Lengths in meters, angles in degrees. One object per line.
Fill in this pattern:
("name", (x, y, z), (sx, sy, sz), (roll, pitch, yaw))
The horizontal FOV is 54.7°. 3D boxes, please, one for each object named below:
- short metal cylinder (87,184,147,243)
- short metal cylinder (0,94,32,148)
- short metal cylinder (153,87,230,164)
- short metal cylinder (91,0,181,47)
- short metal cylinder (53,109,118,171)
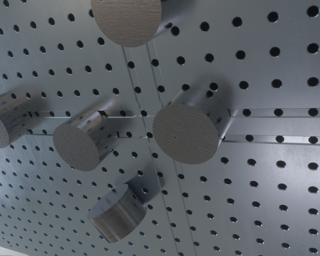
("short metal cylinder", (-0.068, 0.135, 0.495), (0.080, 0.080, 0.050), (-28, 103, 37))
("short metal cylinder", (-0.270, -0.012, 0.530), (0.080, 0.050, 0.079), (13, 124, 21))
("short metal cylinder", (0.038, -0.003, 0.373), (0.080, 0.050, 0.079), (13, 124, 21))
("short metal cylinder", (-0.025, -0.131, 0.327), (0.080, 0.050, 0.079), (13, 124, 21))
("short metal cylinder", (-0.111, 0.018, 0.465), (0.080, 0.050, 0.079), (13, 124, 21))
